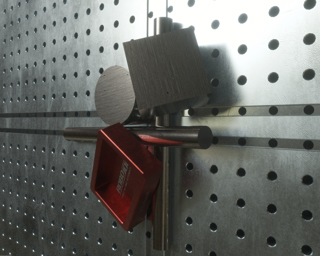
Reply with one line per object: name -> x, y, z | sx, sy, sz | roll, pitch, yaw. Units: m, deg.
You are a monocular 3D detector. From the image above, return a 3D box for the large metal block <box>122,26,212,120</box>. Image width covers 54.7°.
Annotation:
large metal block -> 0.008, -0.061, 0.361 | 0.080, 0.050, 0.080 | -14, 79, -1

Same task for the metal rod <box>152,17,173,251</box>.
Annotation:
metal rod -> 0.003, 0.008, 0.407 | 0.025, 0.025, 0.298 | 1, 91, 40

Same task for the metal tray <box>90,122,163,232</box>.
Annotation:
metal tray -> -0.050, 0.068, 0.414 | 0.090, 0.030, 0.129 | 42, 137, 25

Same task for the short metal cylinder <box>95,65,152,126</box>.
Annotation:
short metal cylinder -> -0.045, -0.043, 0.430 | 0.080, 0.050, 0.079 | 0, 90, 40

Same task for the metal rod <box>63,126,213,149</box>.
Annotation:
metal rod -> -0.055, 0.010, 0.433 | 0.300, 0.025, 0.025 | 0, 90, 47
